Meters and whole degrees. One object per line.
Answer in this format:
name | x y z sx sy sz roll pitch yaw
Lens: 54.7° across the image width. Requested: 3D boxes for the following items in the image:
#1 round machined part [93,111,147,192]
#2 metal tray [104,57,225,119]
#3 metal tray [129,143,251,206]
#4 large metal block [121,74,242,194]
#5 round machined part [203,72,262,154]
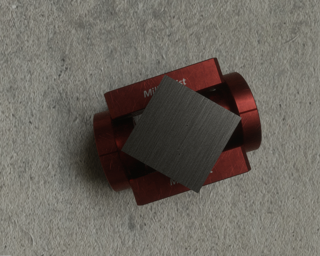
round machined part | -0.044 0.024 0.374 0.042 0.098 0.097 -16 90 0
metal tray | 0.005 -0.044 0.380 0.131 0.090 0.030 -18 90 -1
metal tray | 0.033 0.051 0.378 0.131 0.090 0.030 -17 90 -1
large metal block | 0.019 0.005 0.306 0.080 0.050 0.080 30 90 -1
round machined part | 0.082 -0.015 0.375 0.042 0.098 0.097 -16 90 0
